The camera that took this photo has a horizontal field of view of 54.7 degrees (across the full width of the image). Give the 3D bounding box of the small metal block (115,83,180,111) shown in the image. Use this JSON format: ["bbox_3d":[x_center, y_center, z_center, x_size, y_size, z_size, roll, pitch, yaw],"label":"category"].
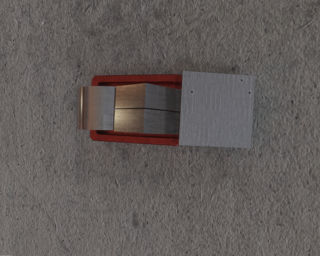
[{"bbox_3d":[-0.014,-0.033,0.346,0.050,0.050,0.025,3,90,46],"label":"small metal block"}]

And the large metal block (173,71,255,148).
[{"bbox_3d":[0.060,-0.020,0.360,0.081,0.050,0.079,3,91,-6],"label":"large metal block"}]

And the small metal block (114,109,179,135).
[{"bbox_3d":[-0.015,-0.007,0.346,0.050,0.050,0.025,3,90,46],"label":"small metal block"}]

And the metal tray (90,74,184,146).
[{"bbox_3d":[-0.029,-0.025,0.417,0.130,0.030,0.089,2,91,19],"label":"metal tray"}]

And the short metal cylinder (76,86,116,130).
[{"bbox_3d":[-0.063,-0.023,0.390,0.080,0.080,0.050,1,91,20],"label":"short metal cylinder"}]
